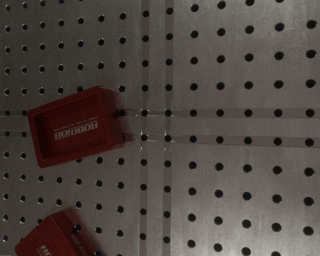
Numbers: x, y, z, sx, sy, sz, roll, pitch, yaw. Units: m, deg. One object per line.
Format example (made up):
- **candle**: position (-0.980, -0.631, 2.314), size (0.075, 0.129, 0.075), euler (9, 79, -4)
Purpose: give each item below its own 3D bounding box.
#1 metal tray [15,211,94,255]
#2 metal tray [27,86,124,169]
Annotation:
- **metal tray**: position (-0.147, 0.203, 0.460), size (0.090, 0.030, 0.130), euler (-43, 77, 14)
- **metal tray**: position (-0.125, 0.001, 0.452), size (0.130, 0.030, 0.090), euler (-16, 85, 18)
